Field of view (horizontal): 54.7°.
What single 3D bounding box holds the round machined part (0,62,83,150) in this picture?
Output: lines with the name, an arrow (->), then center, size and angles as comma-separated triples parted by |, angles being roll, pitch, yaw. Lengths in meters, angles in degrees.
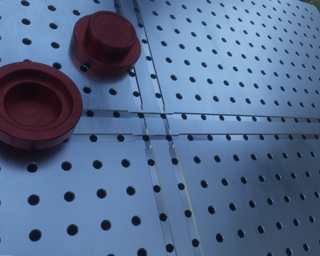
round machined part -> -0.138, -0.020, 0.336 | 0.099, 0.042, 0.098 | 14, 56, -21

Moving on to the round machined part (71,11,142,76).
round machined part -> -0.072, -0.125, 0.436 | 0.099, 0.042, 0.098 | 14, 56, -21
